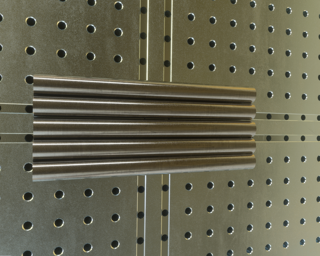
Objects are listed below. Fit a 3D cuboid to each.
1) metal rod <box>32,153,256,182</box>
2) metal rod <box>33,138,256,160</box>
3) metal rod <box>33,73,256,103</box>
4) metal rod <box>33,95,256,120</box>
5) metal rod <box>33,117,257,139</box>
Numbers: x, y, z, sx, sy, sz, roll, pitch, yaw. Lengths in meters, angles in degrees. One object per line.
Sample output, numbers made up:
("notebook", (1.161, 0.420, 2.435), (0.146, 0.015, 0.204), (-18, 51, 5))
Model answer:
("metal rod", (-0.006, 0.050, 0.411), (0.303, 0.025, 0.025), (0, 90, -21))
("metal rod", (-0.005, 0.026, 0.411), (0.303, 0.025, 0.025), (0, 90, -21))
("metal rod", (-0.005, -0.050, 0.412), (0.303, 0.025, 0.025), (0, 90, -21))
("metal rod", (-0.005, -0.025, 0.412), (0.303, 0.025, 0.025), (0, 90, -21))
("metal rod", (-0.005, 0.001, 0.412), (0.303, 0.025, 0.025), (0, 90, -21))
